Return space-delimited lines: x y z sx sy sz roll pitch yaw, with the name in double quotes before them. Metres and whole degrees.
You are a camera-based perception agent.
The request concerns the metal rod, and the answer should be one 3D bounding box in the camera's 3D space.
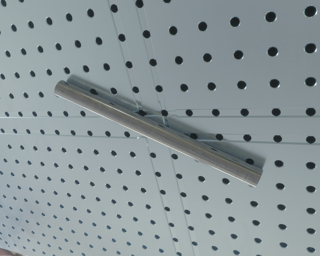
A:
"metal rod" -0.011 0.002 0.417 0.301 0.025 0.025 24 127 12
